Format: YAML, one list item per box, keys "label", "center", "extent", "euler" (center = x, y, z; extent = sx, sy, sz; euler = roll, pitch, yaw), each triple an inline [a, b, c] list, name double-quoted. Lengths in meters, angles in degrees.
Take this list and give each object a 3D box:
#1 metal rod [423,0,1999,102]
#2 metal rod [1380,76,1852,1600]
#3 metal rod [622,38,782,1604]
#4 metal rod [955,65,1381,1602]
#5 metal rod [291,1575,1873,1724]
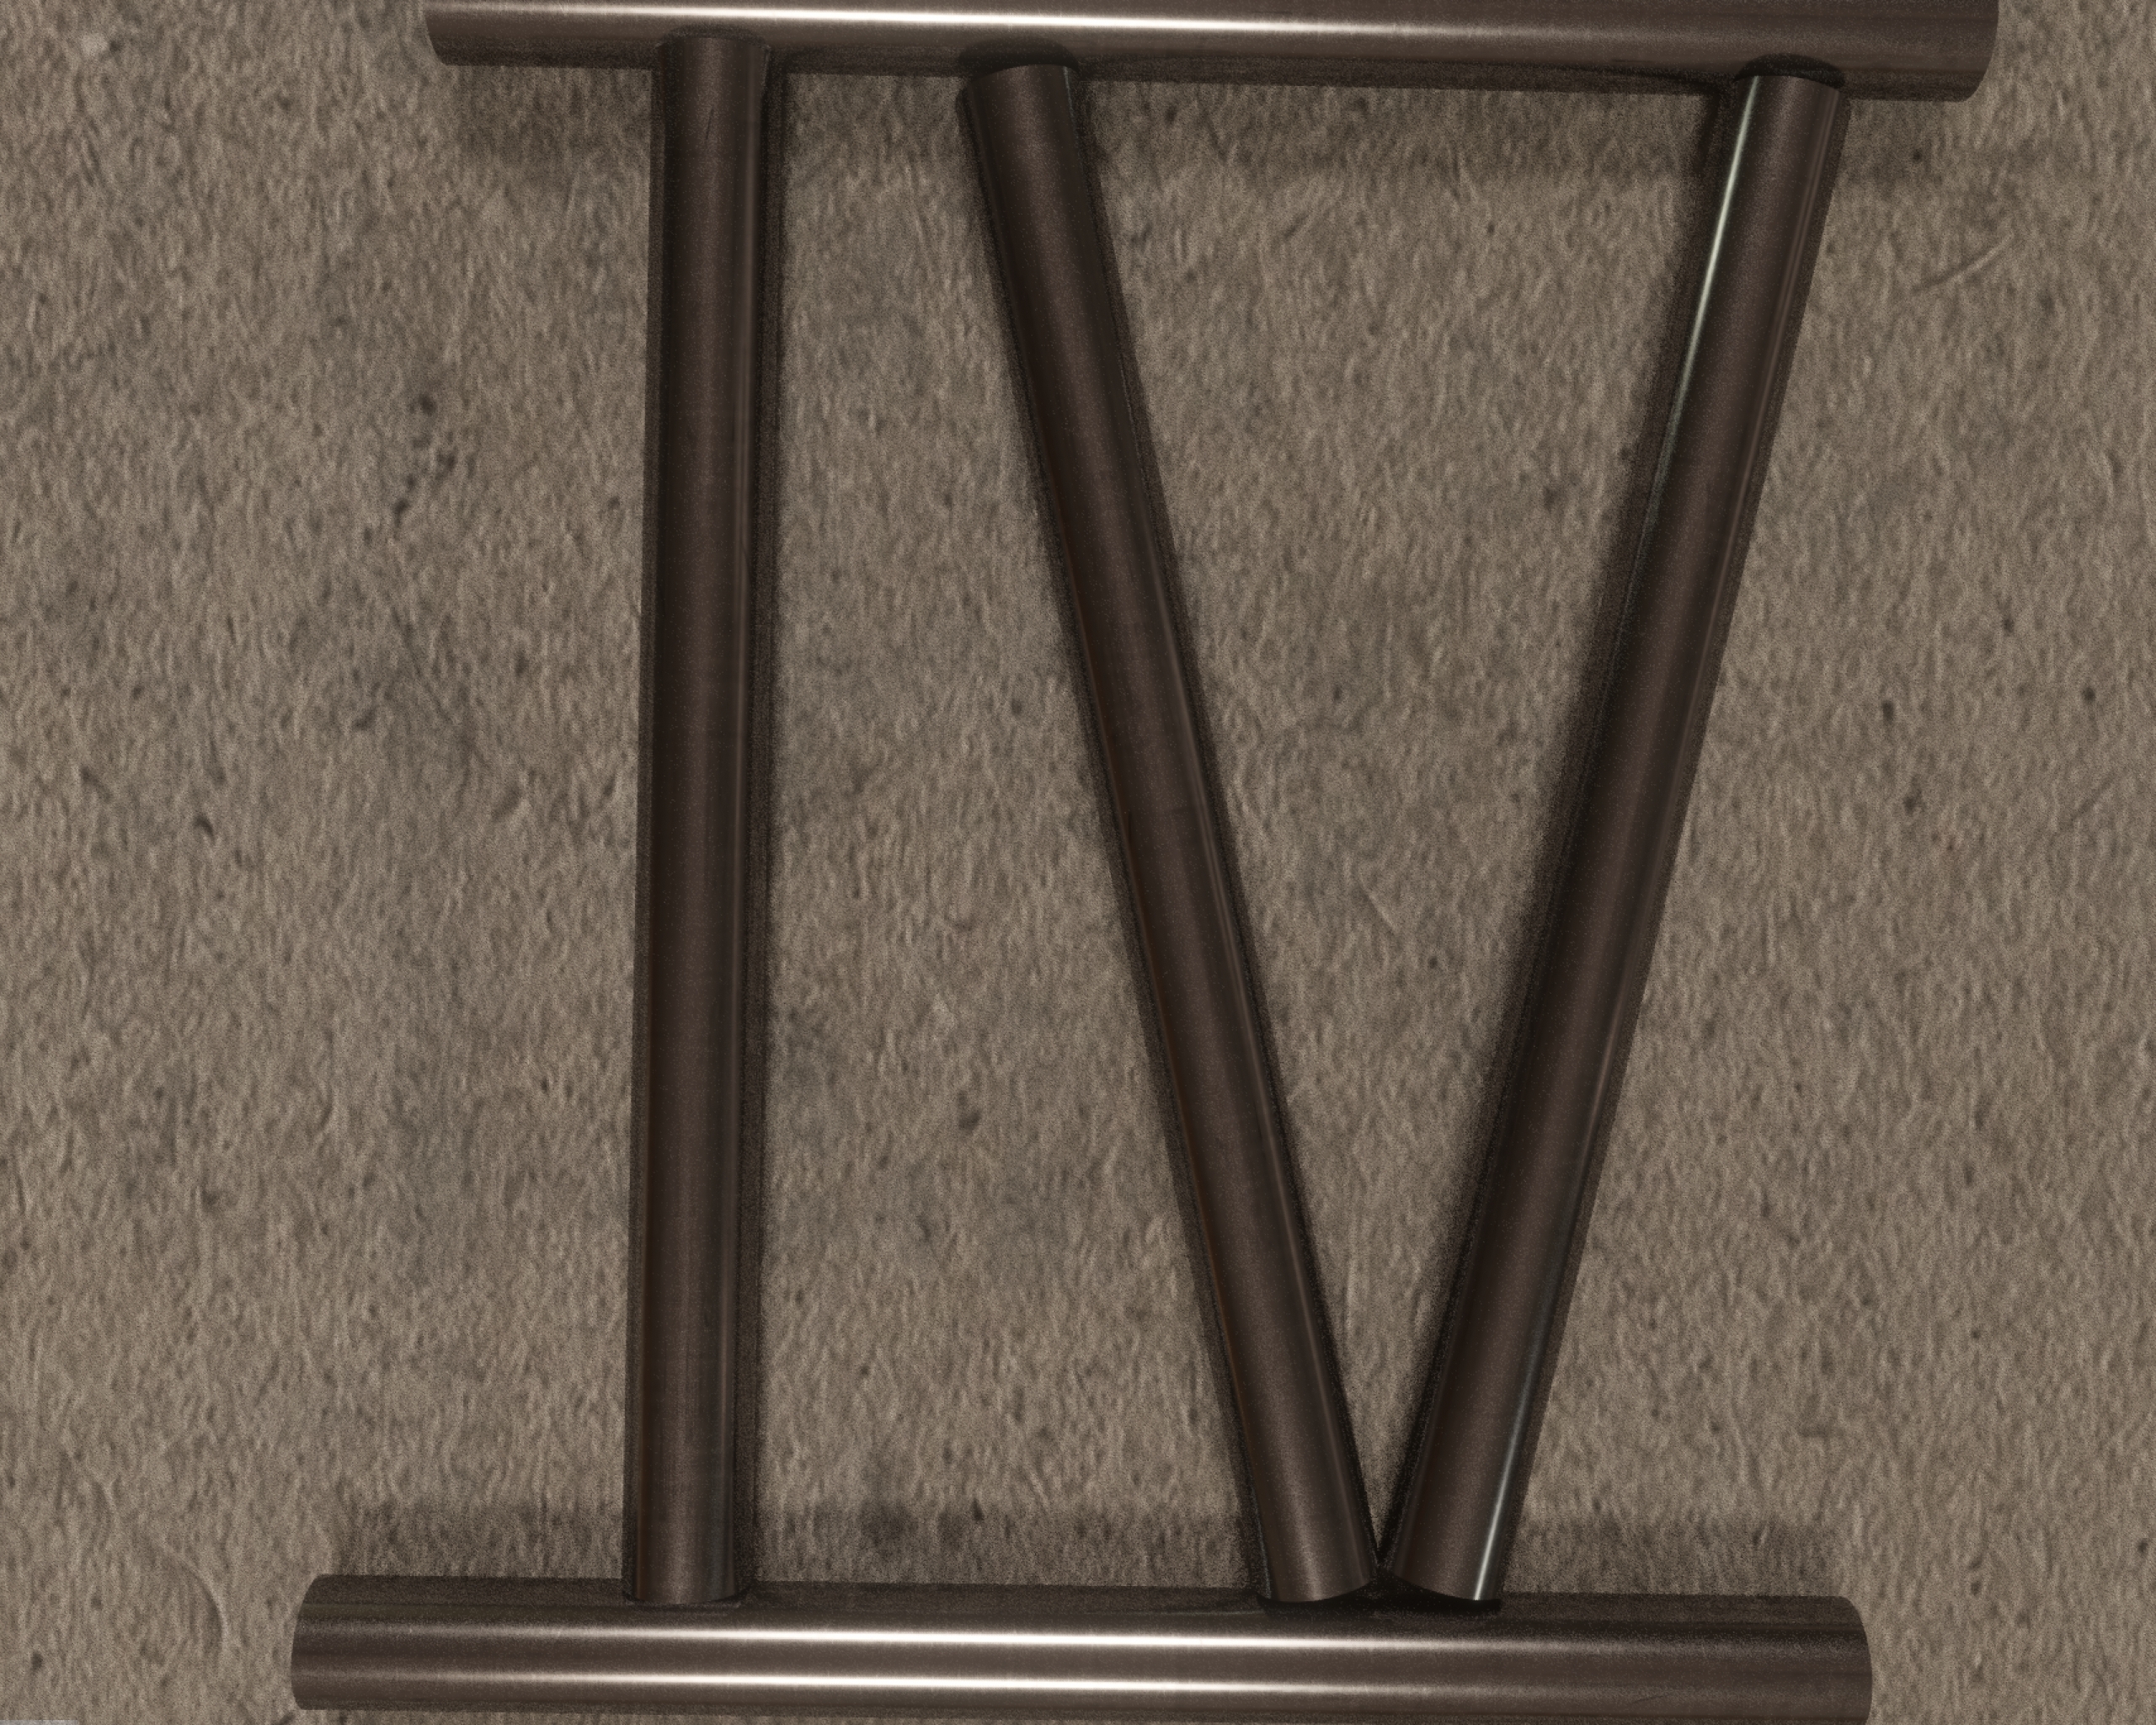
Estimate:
- label: "metal rod"
  center: [0.026, -0.167, 0.411]
  extent: [0.302, 0.025, 0.025]
  euler: [1, 90, -1]
- label: "metal rod"
  center: [0.106, -0.005, 0.412]
  extent: [0.025, 0.025, 0.298]
  euler: [13, 90, -1]
- label: "metal rod"
  center: [-0.074, -0.008, 0.409]
  extent: [0.025, 0.025, 0.298]
  euler: [1, 90, -1]
- label: "metal rod"
  center: [0.018, -0.006, 0.410]
  extent: [0.025, 0.025, 0.298]
  euler: [-11, 90, 0]
- label: "metal rod"
  center: [0.001, 0.155, 0.410]
  extent: [0.302, 0.025, 0.025]
  euler: [1, 90, -1]
